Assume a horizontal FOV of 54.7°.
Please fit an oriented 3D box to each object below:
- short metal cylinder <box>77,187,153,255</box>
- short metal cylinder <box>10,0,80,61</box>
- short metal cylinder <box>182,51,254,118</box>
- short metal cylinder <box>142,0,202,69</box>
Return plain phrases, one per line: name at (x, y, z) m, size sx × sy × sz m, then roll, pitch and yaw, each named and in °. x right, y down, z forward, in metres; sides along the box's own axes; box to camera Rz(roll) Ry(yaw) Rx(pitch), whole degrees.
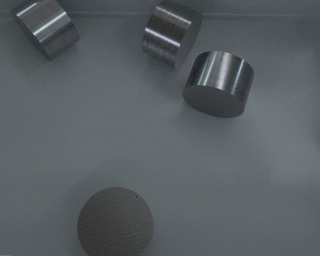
short metal cylinder at (-0.048, 0.112, 0.355) m, size 0.081 × 0.050 × 0.080 m, roll 0°, pitch 70°, yaw 0°
short metal cylinder at (-0.158, -0.141, 0.431) m, size 0.050 × 0.080 × 0.080 m, roll -42°, pitch 75°, yaw -13°
short metal cylinder at (0.075, -0.054, 0.401) m, size 0.080 × 0.080 × 0.050 m, roll 19°, pitch 71°, yaw 7°
short metal cylinder at (0.018, -0.130, 0.428) m, size 0.050 × 0.080 × 0.080 m, roll 28°, pitch 73°, yaw 10°
